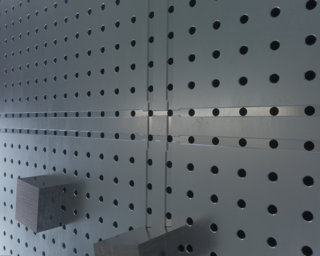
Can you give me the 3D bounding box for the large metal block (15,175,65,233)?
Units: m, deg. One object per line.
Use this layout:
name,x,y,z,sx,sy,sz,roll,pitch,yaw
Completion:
large metal block,-0.226,0.139,0.582,0.080,0.050,0.080,8,95,40

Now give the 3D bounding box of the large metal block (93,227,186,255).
large metal block,-0.024,0.162,0.395,0.080,0.081,0.050,-16,80,39
